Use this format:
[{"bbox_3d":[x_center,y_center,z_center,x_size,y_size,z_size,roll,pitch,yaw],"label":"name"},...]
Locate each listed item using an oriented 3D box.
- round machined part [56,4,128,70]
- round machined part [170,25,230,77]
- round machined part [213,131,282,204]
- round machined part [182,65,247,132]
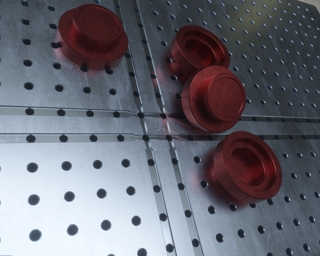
[{"bbox_3d":[-0.090,-0.133,0.431,0.099,0.042,0.098,14,56,-21],"label":"round machined part"},{"bbox_3d":[0.061,-0.116,0.503,0.099,0.042,0.098,14,56,-21],"label":"round machined part"},{"bbox_3d":[0.115,0.057,0.427,0.099,0.042,0.098,14,56,-21],"label":"round machined part"},{"bbox_3d":[0.084,-0.042,0.445,0.099,0.042,0.097,0,90,-27],"label":"round machined part"}]
